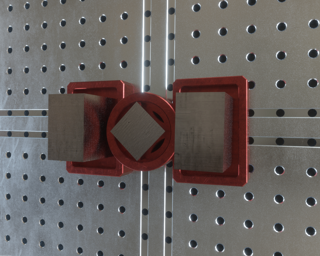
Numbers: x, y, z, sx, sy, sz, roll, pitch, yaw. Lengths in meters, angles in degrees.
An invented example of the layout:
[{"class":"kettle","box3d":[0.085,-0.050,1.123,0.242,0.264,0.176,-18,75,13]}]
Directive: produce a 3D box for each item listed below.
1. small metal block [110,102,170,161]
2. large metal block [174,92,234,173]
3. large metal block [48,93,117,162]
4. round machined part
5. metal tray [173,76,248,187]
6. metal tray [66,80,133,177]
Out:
[{"class":"small metal block","box3d":[-0.023,0.004,0.377,0.050,0.025,0.050,46,104,14]},{"class":"large metal block","box3d":[0.053,0.003,0.350,0.050,0.080,0.080,2,91,20]},{"class":"large metal block","box3d":[-0.098,-0.001,0.404,0.050,0.080,0.080,1,90,20]},{"class":"round machined part","box3d":[-0.016,0.005,0.400,0.098,0.042,0.097,0,90,20]},{"class":"metal tray","box3d":[0.063,0.004,0.387,0.090,0.030,0.129,0,90,20]},{"class":"metal tray","box3d":[-0.086,0.000,0.439,0.090,0.030,0.129,1,90,20]}]
